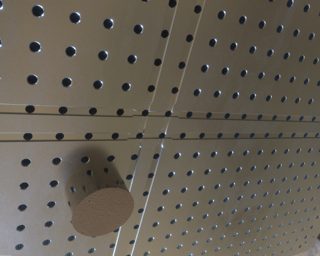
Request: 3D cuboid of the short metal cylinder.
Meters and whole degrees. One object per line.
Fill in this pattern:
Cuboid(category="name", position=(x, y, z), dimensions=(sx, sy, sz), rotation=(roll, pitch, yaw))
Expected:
Cuboid(category="short metal cylinder", position=(-0.081, 0.096, 0.411), dimensions=(0.081, 0.050, 0.079), rotation=(-14, 125, -21))
